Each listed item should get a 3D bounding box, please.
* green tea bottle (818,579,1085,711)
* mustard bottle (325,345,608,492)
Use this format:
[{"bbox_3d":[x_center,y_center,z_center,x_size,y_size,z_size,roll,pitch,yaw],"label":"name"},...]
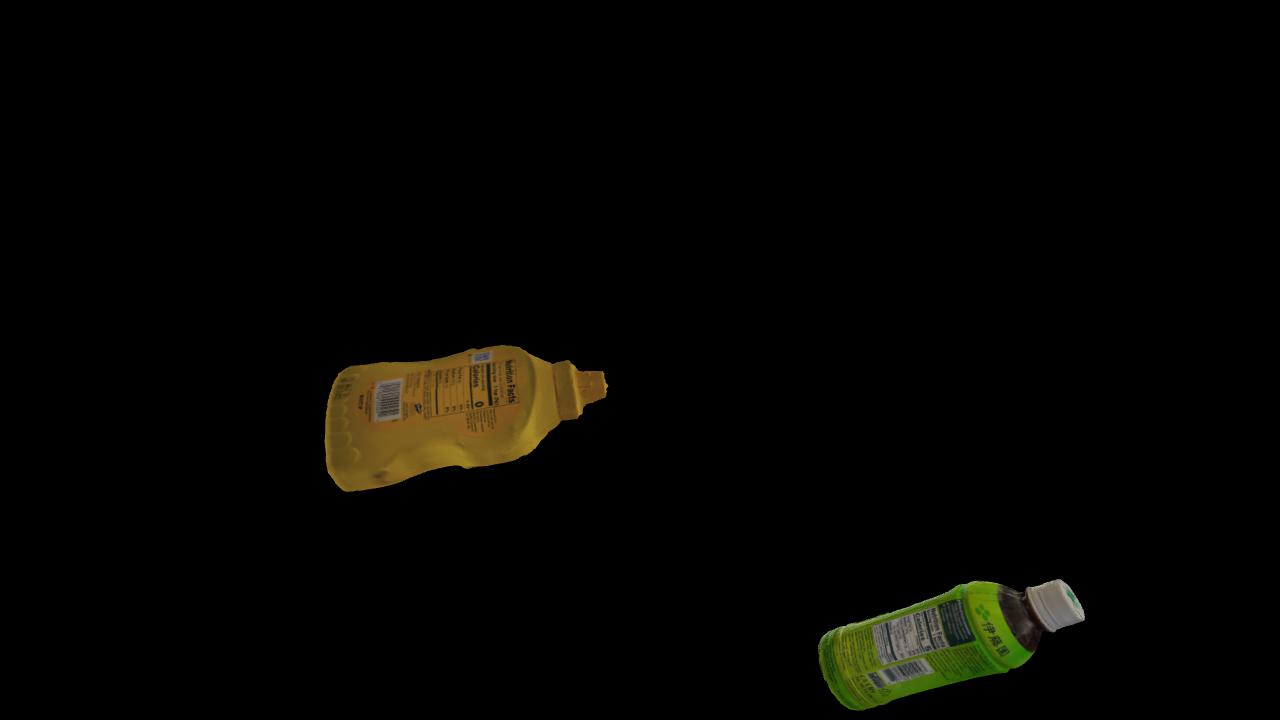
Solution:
[{"bbox_3d":[0.251,0.233,0.511,0.073,0.073,0.212,0,-31,-47],"label":"green tea bottle"},{"bbox_3d":[-0.113,0.032,0.425,0.184,0.092,0.054,-10,-44,-6],"label":"mustard bottle"}]
